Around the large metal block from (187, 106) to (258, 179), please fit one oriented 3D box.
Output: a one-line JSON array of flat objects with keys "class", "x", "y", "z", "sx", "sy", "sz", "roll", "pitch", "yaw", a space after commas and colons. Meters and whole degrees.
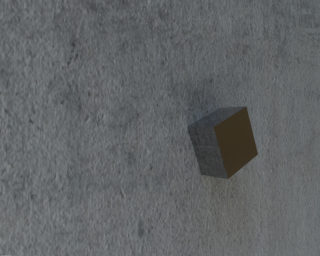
[{"class": "large metal block", "x": 0.096, "y": 0.020, "z": 0.468, "sx": 0.081, "sy": 0.050, "sz": 0.080, "roll": -29, "pitch": 108, "yaw": -36}]
